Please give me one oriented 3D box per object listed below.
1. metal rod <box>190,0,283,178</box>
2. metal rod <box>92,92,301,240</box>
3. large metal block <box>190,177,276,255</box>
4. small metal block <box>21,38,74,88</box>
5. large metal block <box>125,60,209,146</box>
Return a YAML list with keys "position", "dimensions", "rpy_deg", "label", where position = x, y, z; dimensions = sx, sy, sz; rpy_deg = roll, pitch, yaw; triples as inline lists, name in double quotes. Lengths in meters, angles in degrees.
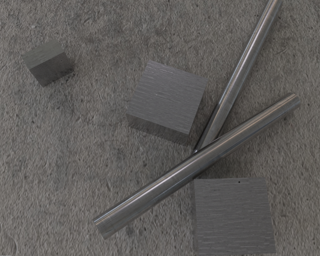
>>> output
- position: [0.109, -0.068, 0.433]
  dimensions: [0.025, 0.025, 0.300]
  rpy_deg: [26, 72, 9]
  label: "metal rod"
- position: [0.059, 0.033, 0.370]
  dimensions: [0.302, 0.025, 0.025]
  rpy_deg: [-30, 73, -21]
  label: "metal rod"
- position: [0.080, 0.102, 0.358]
  dimensions: [0.081, 0.050, 0.080]
  rpy_deg: [-2, 70, -1]
  label: "large metal block"
- position: [-0.153, -0.088, 0.426]
  dimensions: [0.050, 0.050, 0.025]
  rpy_deg: [-31, 73, -11]
  label: "small metal block"
- position: [0.010, -0.032, 0.407]
  dimensions: [0.080, 0.050, 0.080]
  rpy_deg: [19, 71, 7]
  label: "large metal block"
